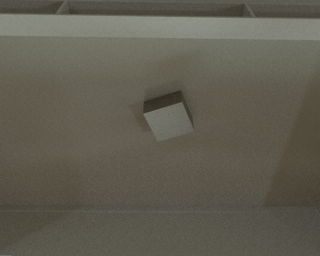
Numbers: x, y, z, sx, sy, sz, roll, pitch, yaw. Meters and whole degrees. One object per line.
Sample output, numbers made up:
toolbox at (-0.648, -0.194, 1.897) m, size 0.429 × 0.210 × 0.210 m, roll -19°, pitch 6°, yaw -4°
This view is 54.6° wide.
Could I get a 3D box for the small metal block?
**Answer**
small metal block at (0.012, -0.014, 0.397) m, size 0.050 × 0.025 × 0.050 m, roll -16°, pitch 128°, yaw 13°
